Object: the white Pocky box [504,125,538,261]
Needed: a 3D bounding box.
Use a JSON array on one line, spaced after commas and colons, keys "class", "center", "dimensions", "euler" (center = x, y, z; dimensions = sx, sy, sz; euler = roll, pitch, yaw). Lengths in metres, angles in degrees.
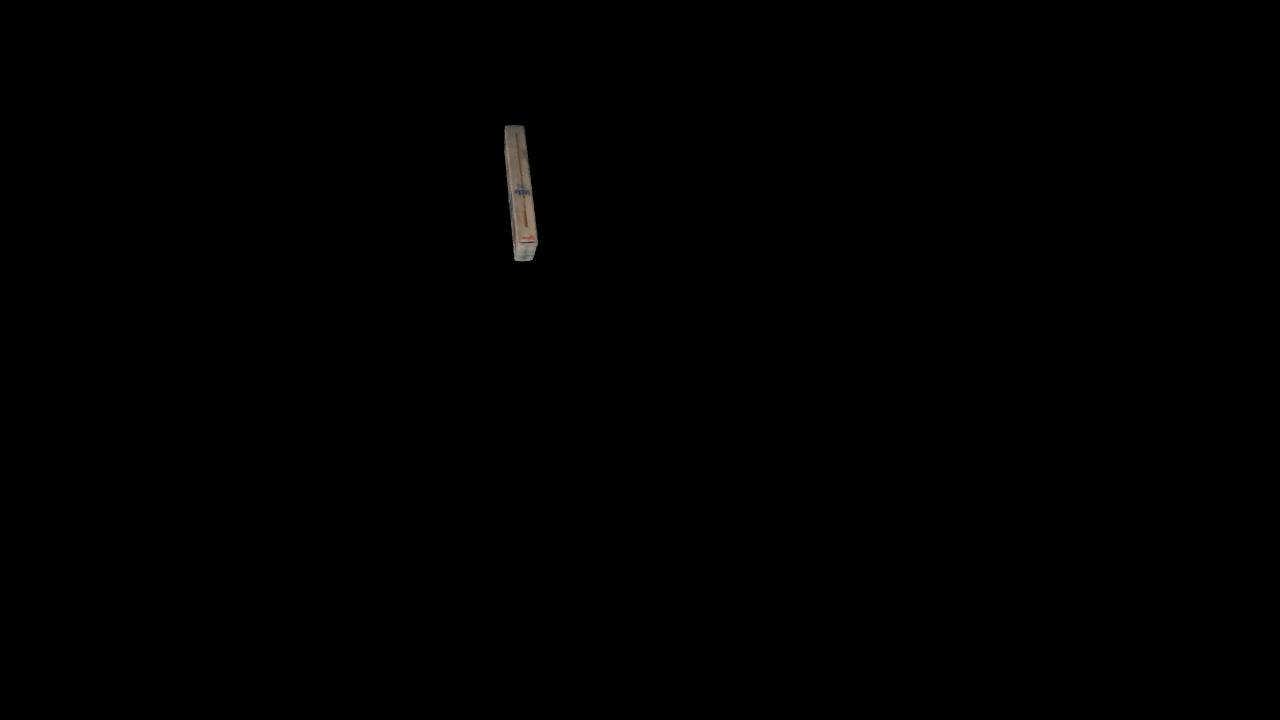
[{"class": "white Pocky box", "center": [-0.156, -0.214, 0.801], "dimensions": [0.028, 0.154, 0.084], "euler": [-6, -5, -14]}]
